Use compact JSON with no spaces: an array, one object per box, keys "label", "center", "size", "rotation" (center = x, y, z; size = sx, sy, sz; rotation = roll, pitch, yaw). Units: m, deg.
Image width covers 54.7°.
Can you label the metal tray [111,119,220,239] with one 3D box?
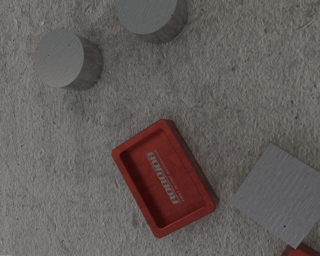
[{"label":"metal tray","center":[0.005,0.064,0.404],"size":[0.090,0.030,0.130],"rotation":[-33,80,17]}]

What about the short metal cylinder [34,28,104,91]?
[{"label":"short metal cylinder","center":[-0.129,-0.095,0.441],"size":[0.080,0.050,0.079],"rotation":[0,90,20]}]

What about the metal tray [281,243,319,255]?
[{"label":"metal tray","center":[0.161,0.206,0.349],"size":[0.090,0.030,0.129],"rotation":[29,99,17]}]

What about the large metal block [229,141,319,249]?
[{"label":"large metal block","center":[0.137,0.070,0.347],"size":[0.080,0.050,0.080],"rotation":[34,101,16]}]

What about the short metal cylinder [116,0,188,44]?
[{"label":"short metal cylinder","center":[-0.009,-0.154,0.399],"size":[0.080,0.050,0.079],"rotation":[0,90,20]}]
